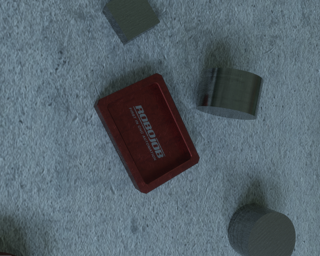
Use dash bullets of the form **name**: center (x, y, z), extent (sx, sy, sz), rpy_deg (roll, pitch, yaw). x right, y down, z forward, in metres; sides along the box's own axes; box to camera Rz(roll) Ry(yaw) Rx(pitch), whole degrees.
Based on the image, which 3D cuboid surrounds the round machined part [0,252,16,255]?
- **round machined part**: center (-0.184, 0.182, 0.333), extent (0.099, 0.042, 0.097), rpy_deg (0, 90, -20)

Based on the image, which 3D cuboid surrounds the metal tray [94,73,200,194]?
- **metal tray**: center (-0.015, 0.006, 0.400), extent (0.091, 0.030, 0.129), rpy_deg (-28, 100, -18)

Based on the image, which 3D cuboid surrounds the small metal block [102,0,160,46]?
- **small metal block**: center (-0.037, -0.142, 0.395), extent (0.050, 0.025, 0.050), rpy_deg (-36, 102, -17)

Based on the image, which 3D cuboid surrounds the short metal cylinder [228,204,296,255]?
- **short metal cylinder**: center (0.147, 0.156, 0.451), extent (0.081, 0.050, 0.080), rpy_deg (0, 90, -20)

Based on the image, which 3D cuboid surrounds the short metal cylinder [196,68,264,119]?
- **short metal cylinder**: center (0.093, -0.044, 0.414), extent (0.081, 0.080, 0.050), rpy_deg (13, 86, -20)
